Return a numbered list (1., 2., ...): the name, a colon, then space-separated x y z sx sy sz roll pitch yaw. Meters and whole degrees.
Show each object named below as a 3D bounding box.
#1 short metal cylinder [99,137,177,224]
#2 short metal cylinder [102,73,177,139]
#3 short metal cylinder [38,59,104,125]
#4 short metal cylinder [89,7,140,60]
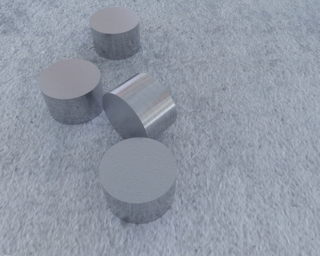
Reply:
1. short metal cylinder: -0.023 0.057 0.339 0.081 0.050 0.080 0 50 0
2. short metal cylinder: -0.026 -0.021 0.385 0.080 0.080 0.050 36 59 26
3. short metal cylinder: -0.119 -0.051 0.428 0.081 0.050 0.080 0 50 0
4. short metal cylinder: -0.074 -0.159 0.520 0.081 0.050 0.080 0 50 0
